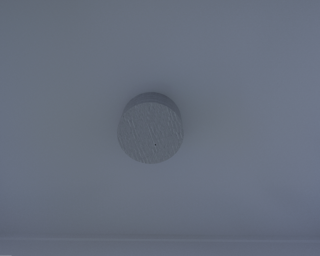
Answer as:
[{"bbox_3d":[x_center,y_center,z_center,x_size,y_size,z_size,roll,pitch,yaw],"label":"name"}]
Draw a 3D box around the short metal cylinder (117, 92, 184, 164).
[{"bbox_3d":[-0.011,-0.001,0.397,0.080,0.050,0.079,0,110,0],"label":"short metal cylinder"}]
